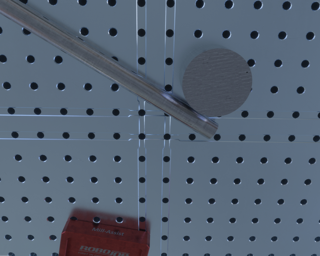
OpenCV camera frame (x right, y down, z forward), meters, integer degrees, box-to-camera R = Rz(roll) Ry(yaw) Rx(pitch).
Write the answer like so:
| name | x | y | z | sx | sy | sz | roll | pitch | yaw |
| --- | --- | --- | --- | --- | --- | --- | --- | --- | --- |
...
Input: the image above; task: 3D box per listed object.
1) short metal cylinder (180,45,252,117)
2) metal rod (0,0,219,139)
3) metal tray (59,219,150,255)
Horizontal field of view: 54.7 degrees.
| name | x | y | z | sx | sy | sz | roll | pitch | yaw |
| --- | --- | --- | --- | --- | --- | --- | --- | --- | --- |
| short metal cylinder | 0.066 | -0.060 | 0.379 | 0.081 | 0.050 | 0.079 | 0 | 110 | -1 |
| metal rod | -0.056 | -0.071 | 0.386 | 0.301 | 0.025 | 0.025 | 31 | 107 | -11 |
| metal tray | -0.088 | 0.197 | 0.482 | 0.131 | 0.030 | 0.089 | 11 | 110 | -5 |
